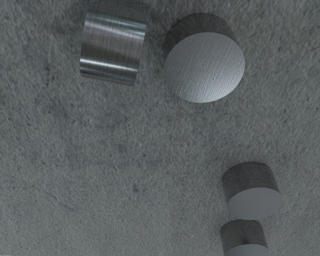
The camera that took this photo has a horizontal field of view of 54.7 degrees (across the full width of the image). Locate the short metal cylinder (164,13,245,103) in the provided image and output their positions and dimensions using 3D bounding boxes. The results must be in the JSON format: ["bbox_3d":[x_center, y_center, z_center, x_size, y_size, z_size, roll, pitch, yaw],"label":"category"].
[{"bbox_3d":[0.044,-0.074,0.329,0.081,0.050,0.079,0,130,0],"label":"short metal cylinder"}]

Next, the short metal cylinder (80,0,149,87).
[{"bbox_3d":[-0.044,-0.084,0.299,0.050,0.080,0.079,10,129,-9],"label":"short metal cylinder"}]

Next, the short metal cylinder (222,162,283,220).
[{"bbox_3d":[0.140,0.097,0.476,0.081,0.050,0.079,0,130,0],"label":"short metal cylinder"}]

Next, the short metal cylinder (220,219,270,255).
[{"bbox_3d":[0.156,0.213,0.575,0.081,0.050,0.079,0,130,0],"label":"short metal cylinder"}]
